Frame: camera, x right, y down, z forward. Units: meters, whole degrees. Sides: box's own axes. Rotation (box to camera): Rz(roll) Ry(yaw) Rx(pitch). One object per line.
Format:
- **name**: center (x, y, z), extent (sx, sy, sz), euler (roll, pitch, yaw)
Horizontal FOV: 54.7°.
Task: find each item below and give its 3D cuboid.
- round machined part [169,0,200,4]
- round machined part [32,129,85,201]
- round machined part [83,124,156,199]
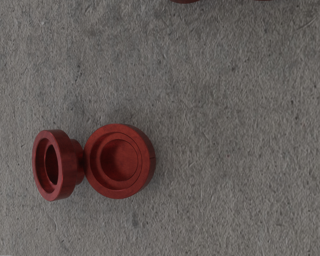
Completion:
- **round machined part**: center (0.037, -0.204, 0.386), extent (0.098, 0.042, 0.097), euler (0, 90, 21)
- **round machined part**: center (-0.140, 0.050, 0.436), extent (0.098, 0.042, 0.097), euler (4, 96, 46)
- **round machined part**: center (-0.051, 0.043, 0.418), extent (0.098, 0.042, 0.097), euler (0, 90, 20)
